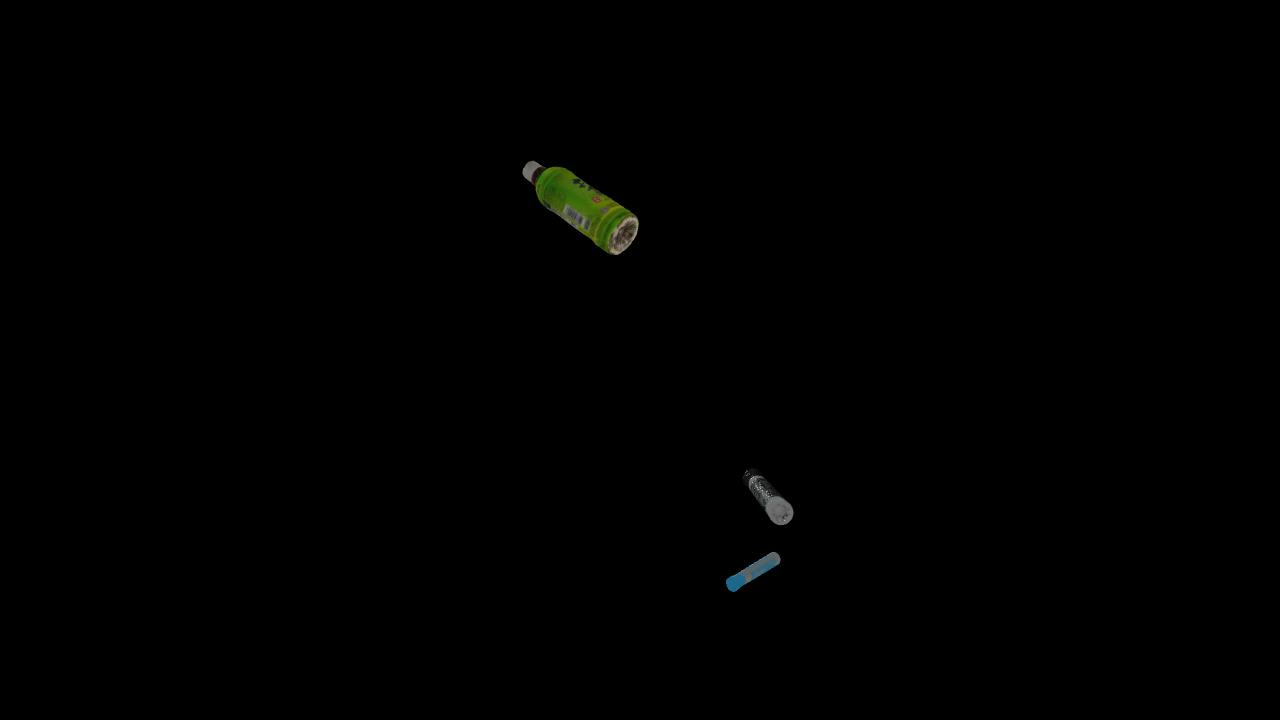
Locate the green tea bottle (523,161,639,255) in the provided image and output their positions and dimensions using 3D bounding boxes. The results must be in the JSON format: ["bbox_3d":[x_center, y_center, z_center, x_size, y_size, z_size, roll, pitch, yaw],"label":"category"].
[{"bbox_3d":[-0.100,-0.243,0.942,0.212,0.073,0.073,38,14,19],"label":"green tea bottle"}]

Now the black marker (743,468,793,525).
[{"bbox_3d":[0.106,0.113,0.523,0.020,0.020,0.121,0,2,-1],"label":"black marker"}]

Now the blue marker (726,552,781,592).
[{"bbox_3d":[0.155,0.289,0.840,0.020,0.020,0.121,0,3,41],"label":"blue marker"}]
